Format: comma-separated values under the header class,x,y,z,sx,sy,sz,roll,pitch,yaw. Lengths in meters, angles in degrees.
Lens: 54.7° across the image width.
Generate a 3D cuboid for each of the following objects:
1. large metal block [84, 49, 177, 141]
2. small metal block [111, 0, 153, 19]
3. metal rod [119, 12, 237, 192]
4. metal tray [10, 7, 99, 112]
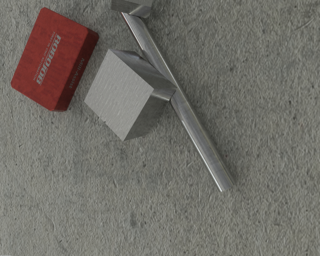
class,x,y,z,sx,sy,sz,roll,pitch,yaw
large metal block,-0.039,-0.043,0.394,0.080,0.050,0.080,43,119,20
small metal block,-0.033,-0.176,0.402,0.050,0.025,0.050,12,73,-6
metal rod,0.013,-0.057,0.403,0.025,0.025,0.299,-31,80,17
metal tray,-0.158,-0.100,0.460,0.090,0.030,0.129,29,99,17
